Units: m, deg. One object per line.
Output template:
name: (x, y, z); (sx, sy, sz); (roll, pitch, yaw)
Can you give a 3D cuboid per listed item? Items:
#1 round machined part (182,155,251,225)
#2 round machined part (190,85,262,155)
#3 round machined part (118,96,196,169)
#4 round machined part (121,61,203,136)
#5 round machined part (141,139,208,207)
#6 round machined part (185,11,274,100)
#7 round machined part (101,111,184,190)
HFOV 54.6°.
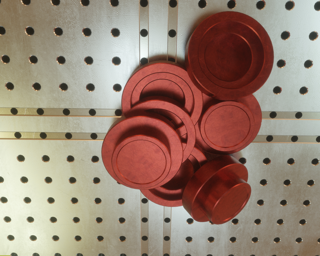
round machined part: (0.081, 0.088, 0.411); (0.099, 0.042, 0.097); (-20, 130, -26)
round machined part: (0.083, -0.008, 0.401); (0.099, 0.042, 0.097); (0, 110, 0)
round machined part: (-0.004, 0.005, 0.406); (0.099, 0.042, 0.097); (0, 110, 0)
round machined part: (0.003, -0.036, 0.391); (0.099, 0.042, 0.097); (0, 110, 0)
round machined part: (0.017, 0.055, 0.425); (0.099, 0.042, 0.097); (0, 110, 0)
round machined part: (0.077, -0.081, 0.363); (0.099, 0.042, 0.097); (0, 89, -7)
round machined part: (-0.021, 0.032, 0.371); (0.099, 0.042, 0.097); (0, 110, 0)
